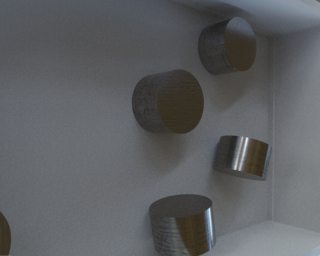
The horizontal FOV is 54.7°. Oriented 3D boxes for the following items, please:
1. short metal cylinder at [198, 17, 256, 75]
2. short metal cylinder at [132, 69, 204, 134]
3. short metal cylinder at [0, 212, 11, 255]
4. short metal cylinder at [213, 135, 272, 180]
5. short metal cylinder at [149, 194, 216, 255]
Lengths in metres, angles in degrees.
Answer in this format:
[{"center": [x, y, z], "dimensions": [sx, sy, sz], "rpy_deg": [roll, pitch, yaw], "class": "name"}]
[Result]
[{"center": [0.105, -0.125, 0.481], "dimensions": [0.081, 0.050, 0.079], "rpy_deg": [0, 90, -40], "class": "short metal cylinder"}, {"center": [0.011, -0.033, 0.402], "dimensions": [0.081, 0.050, 0.079], "rpy_deg": [0, 90, -40], "class": "short metal cylinder"}, {"center": [-0.169, 0.092, 0.242], "dimensions": [0.081, 0.050, 0.079], "rpy_deg": [-2, 93, -50], "class": "short metal cylinder"}, {"center": [0.128, 0.048, 0.481], "dimensions": [0.080, 0.080, 0.050], "rpy_deg": [24, 75, -38], "class": "short metal cylinder"}, {"center": [0.029, 0.123, 0.398], "dimensions": [0.081, 0.080, 0.050], "rpy_deg": [-12, 98, -40], "class": "short metal cylinder"}]
